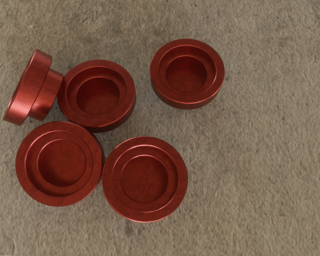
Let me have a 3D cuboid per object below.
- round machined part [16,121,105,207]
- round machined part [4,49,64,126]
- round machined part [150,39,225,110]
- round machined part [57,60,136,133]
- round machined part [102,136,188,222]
[{"bbox_3d":[-0.115,0.041,0.373,0.099,0.042,0.097,0,88,-2],"label":"round machined part"},{"bbox_3d":[-0.157,-0.047,0.394,0.042,0.098,0.098,25,68,-27],"label":"round machined part"},{"bbox_3d":[0.036,-0.070,0.425,0.099,0.042,0.098,0,70,-1],"label":"round machined part"},{"bbox_3d":[-0.081,-0.038,0.411,0.099,0.042,0.098,0,68,0],"label":"round machined part"},{"bbox_3d":[-0.019,0.062,0.371,0.099,0.042,0.098,3,73,-9],"label":"round machined part"}]
